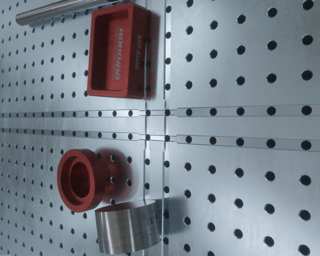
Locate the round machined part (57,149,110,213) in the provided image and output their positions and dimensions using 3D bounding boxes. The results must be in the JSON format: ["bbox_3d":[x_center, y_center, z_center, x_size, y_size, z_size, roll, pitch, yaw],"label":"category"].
[{"bbox_3d":[-0.118,0.081,0.493,0.098,0.042,0.097,0,90,39],"label":"round machined part"}]

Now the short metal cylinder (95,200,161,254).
[{"bbox_3d":[-0.042,0.127,0.406,0.080,0.081,0.050,-13,82,39],"label":"short metal cylinder"}]

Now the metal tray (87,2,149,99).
[{"bbox_3d":[-0.064,-0.110,0.456,0.090,0.030,0.129,8,95,39],"label":"metal tray"}]

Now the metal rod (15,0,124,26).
[{"bbox_3d":[-0.171,-0.212,0.547,0.300,0.025,0.025,6,94,39],"label":"metal rod"}]
